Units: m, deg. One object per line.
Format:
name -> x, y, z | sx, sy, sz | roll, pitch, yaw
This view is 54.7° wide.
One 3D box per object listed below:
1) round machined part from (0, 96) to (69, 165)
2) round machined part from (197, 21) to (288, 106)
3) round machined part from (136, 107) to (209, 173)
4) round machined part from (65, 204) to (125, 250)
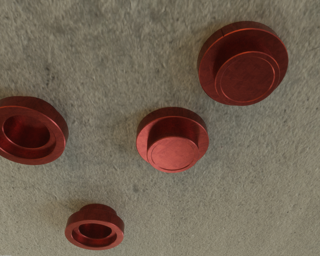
round machined part -> -0.166, -0.001, 0.393 | 0.099, 0.042, 0.097 | -1, 130, 0
round machined part -> 0.092, -0.063, 0.344 | 0.099, 0.042, 0.097 | -1, 130, 0
round machined part -> 0.017, 0.023, 0.416 | 0.099, 0.042, 0.097 | -1, 130, 0
round machined part -> -0.111, 0.169, 0.538 | 0.099, 0.042, 0.097 | -1, 130, 0
